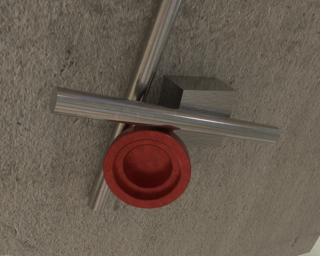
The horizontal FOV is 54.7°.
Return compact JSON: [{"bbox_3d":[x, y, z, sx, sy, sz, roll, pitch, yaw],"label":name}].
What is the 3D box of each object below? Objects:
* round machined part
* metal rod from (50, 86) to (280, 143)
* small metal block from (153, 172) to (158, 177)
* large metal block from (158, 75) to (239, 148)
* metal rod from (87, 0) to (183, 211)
[{"bbox_3d":[-0.014,0.041,0.364,0.099,0.042,0.097,0,109,2],"label":"round machined part"},{"bbox_3d":[0.032,-0.008,0.356,0.302,0.025,0.025,8,115,-32],"label":"metal rod"},{"bbox_3d":[-0.002,0.060,0.428,0.050,0.050,0.025,16,110,-35],"label":"small metal block"},{"bbox_3d":[0.044,-0.021,0.403,0.081,0.050,0.079,-2,120,-28],"label":"large metal block"},{"bbox_3d":[-0.035,-0.024,0.374,0.025,0.025,0.298,9,114,-33],"label":"metal rod"}]
